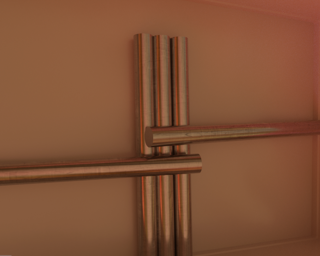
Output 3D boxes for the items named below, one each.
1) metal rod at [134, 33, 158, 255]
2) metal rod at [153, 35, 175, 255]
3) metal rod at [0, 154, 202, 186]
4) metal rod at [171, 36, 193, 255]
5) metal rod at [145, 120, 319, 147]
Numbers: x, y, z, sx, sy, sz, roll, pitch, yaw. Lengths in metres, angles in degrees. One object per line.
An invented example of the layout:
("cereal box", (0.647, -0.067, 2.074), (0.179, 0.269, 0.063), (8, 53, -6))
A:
("metal rod", (-0.019, 0.030, 0.403), (0.025, 0.025, 0.298), (-2, 91, -20))
("metal rod", (0.004, 0.029, 0.412), (0.025, 0.025, 0.298), (-2, 91, -20))
("metal rod", (-0.097, 0.049, 0.357), (0.302, 0.025, 0.025), (-1, 91, -15))
("metal rod", (0.029, 0.028, 0.421), (0.025, 0.025, 0.298), (-2, 91, -20))
("metal rod", (0.122, 0.005, 0.437), (0.303, 0.025, 0.025), (-2, 91, -27))
